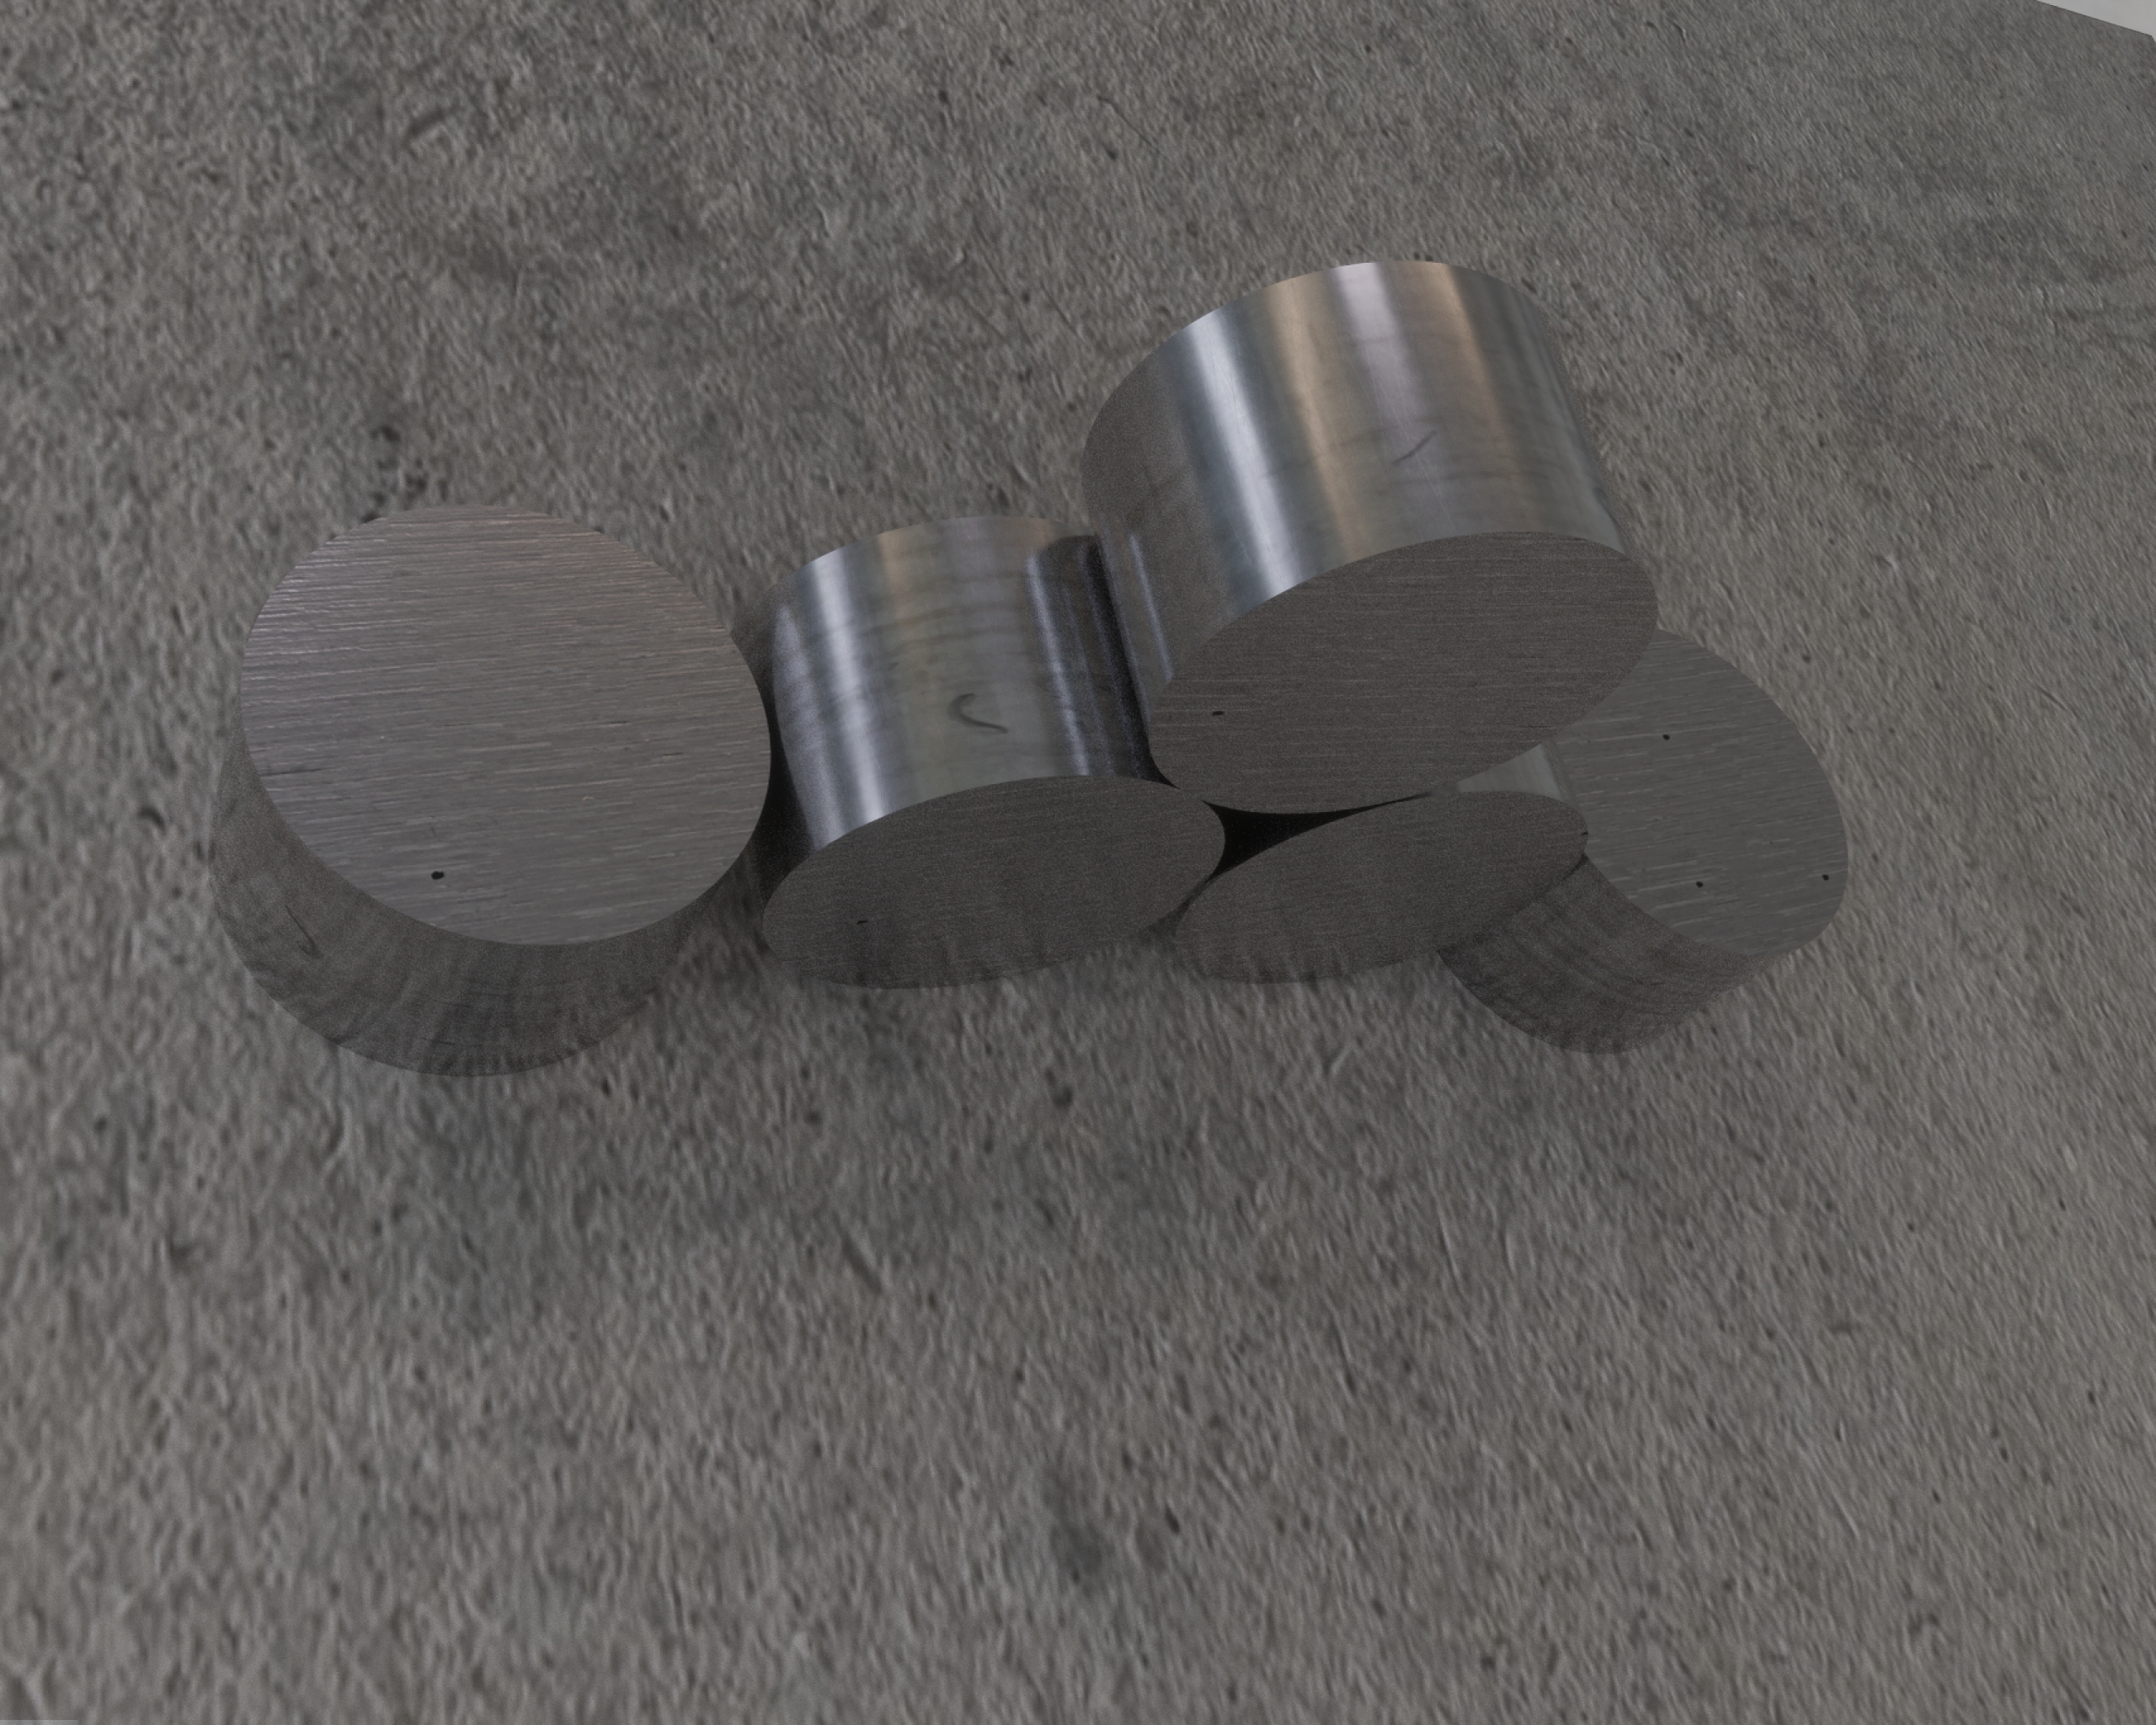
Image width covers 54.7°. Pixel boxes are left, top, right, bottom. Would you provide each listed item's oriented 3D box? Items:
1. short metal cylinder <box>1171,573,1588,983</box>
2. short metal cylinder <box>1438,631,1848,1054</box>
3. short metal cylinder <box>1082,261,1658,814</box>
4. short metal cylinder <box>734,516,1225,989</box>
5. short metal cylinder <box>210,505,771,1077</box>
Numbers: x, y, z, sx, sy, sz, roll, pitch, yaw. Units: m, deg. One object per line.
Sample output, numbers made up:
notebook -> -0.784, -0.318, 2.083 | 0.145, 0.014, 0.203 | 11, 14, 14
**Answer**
short metal cylinder -> 0.052, -0.016, 0.406 | 0.081, 0.080, 0.050 | 0, 62, -28
short metal cylinder -> 0.118, -0.005, 0.454 | 0.081, 0.050, 0.080 | 14, 56, -21
short metal cylinder -> 0.045, -0.049, 0.333 | 0.081, 0.080, 0.050 | 1, 61, -28
short metal cylinder -> -0.019, -0.017, 0.368 | 0.081, 0.080, 0.050 | 0, 62, -28
short metal cylinder -> -0.097, -0.011, 0.342 | 0.081, 0.050, 0.080 | 14, 56, -21
